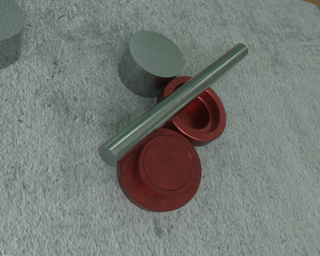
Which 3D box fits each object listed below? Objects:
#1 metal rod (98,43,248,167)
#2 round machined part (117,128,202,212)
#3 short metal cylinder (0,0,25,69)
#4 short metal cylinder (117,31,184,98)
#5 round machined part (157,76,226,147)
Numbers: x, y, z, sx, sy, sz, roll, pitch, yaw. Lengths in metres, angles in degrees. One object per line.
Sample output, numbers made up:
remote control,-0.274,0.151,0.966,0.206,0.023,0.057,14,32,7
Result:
metal rod,0.039,-0.047,0.397,0.025,0.025,0.302,47,51,4
round machined part,0.003,0.045,0.354,0.099,0.042,0.098,6,71,-17
short metal cylinder,-0.199,-0.112,0.349,0.081,0.050,0.080,14,56,-21
short metal cylinder,-0.014,-0.089,0.436,0.081,0.050,0.080,14,56,-21
round machined part,0.039,-0.019,0.425,0.099,0.042,0.098,14,58,-24
